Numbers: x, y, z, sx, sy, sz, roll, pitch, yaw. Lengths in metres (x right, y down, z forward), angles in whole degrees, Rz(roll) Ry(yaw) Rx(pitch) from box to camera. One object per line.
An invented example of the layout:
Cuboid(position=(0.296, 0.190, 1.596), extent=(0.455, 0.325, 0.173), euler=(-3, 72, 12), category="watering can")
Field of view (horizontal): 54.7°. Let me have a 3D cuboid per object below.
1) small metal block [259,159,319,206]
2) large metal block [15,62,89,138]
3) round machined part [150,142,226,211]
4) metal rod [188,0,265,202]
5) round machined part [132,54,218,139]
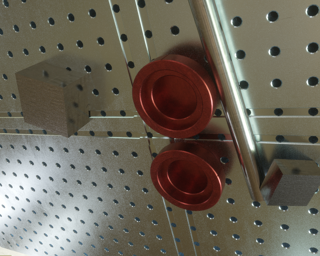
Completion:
Cuboid(position=(0.151, 0.064, 0.357), extent=(0.050, 0.025, 0.050), euler=(3, 126, -10), category="small metal block")
Cuboid(position=(-0.153, -0.042, 0.450), extent=(0.080, 0.050, 0.079), euler=(18, 126, 18), category="large metal block")
Cuboid(position=(0.040, 0.060, 0.416), extent=(0.098, 0.042, 0.097), euler=(13, 124, 21), category="round machined part")
Cuboid(position=(0.076, -0.043, 0.344), extent=(0.025, 0.025, 0.299), euler=(-9, 114, 32), category="metal rod")
Cuboid(position=(0.020, -0.040, 0.365), extent=(0.098, 0.042, 0.097), euler=(13, 124, 21), category="round machined part")
